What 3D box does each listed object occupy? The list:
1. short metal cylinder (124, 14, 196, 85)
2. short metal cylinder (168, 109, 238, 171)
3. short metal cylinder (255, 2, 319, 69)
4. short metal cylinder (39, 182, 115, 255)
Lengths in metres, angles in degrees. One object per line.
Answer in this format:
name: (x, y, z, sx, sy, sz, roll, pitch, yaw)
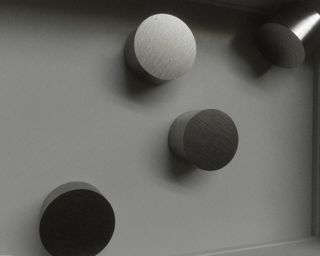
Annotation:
short metal cylinder: (-0.001, -0.098, 0.398, 0.081, 0.050, 0.079, 0, 90, -21)
short metal cylinder: (0.058, 0.015, 0.420, 0.081, 0.050, 0.079, 0, 90, -21)
short metal cylinder: (0.188, -0.134, 0.453, 0.050, 0.080, 0.080, -46, 105, -14)
short metal cylinder: (-0.097, 0.107, 0.362, 0.081, 0.050, 0.079, 0, 90, -20)
